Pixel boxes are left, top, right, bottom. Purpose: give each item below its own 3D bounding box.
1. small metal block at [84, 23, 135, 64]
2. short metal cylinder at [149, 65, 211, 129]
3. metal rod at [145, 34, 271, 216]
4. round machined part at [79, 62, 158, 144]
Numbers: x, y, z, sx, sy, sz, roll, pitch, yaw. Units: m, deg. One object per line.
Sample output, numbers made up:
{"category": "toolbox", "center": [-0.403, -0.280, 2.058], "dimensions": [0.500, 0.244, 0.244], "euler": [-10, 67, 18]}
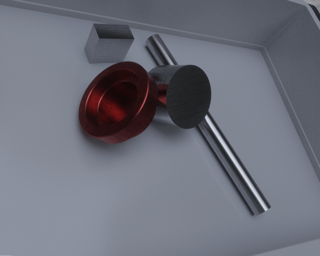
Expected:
{"category": "small metal block", "center": [-0.070, -0.114, 0.423], "dimensions": [0.050, 0.050, 0.025], "euler": [-10, 67, -33]}
{"category": "short metal cylinder", "center": [0.021, -0.042, 0.403], "dimensions": [0.081, 0.050, 0.079], "euler": [-9, 104, -40]}
{"category": "metal rod", "center": [0.063, -0.014, 0.449], "dimensions": [0.025, 0.025, 0.299], "euler": [-21, 73, -36]}
{"category": "round machined part", "center": [-0.044, -0.026, 0.364], "dimensions": [0.042, 0.098, 0.098], "euler": [40, 39, -50]}
